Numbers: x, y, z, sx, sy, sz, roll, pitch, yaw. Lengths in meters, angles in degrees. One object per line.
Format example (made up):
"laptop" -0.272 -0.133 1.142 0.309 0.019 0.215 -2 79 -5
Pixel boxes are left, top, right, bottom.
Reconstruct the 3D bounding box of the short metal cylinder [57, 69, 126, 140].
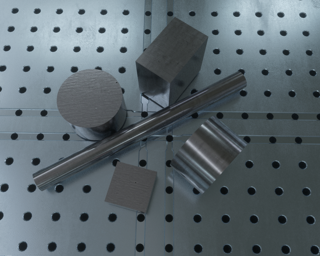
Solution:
"short metal cylinder" -0.087 -0.029 0.404 0.081 0.050 0.080 0 70 0

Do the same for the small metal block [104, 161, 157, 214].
"small metal block" -0.034 0.074 0.381 0.050 0.025 0.050 14 71 5

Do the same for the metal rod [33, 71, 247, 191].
"metal rod" -0.018 0.000 0.408 0.302 0.025 0.025 -27 73 -10

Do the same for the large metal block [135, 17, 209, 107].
"large metal block" 0.015 -0.082 0.409 0.050 0.080 0.080 35 74 11

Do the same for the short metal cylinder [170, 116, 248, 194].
"short metal cylinder" 0.058 0.032 0.368 0.050 0.080 0.080 42 75 13
